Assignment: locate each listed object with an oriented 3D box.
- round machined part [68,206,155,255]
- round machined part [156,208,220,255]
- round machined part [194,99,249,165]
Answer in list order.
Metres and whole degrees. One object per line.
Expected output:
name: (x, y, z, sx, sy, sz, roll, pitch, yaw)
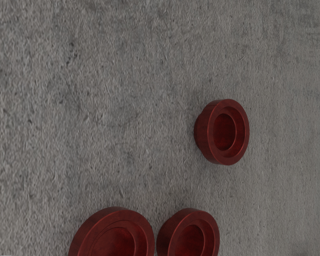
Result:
round machined part: (-0.057, 0.137, 0.346, 0.099, 0.042, 0.097, 0, 90, -40)
round machined part: (0.034, 0.158, 0.422, 0.099, 0.042, 0.097, 0, 90, -40)
round machined part: (0.089, 0.006, 0.468, 0.099, 0.042, 0.097, 0, 90, -40)
